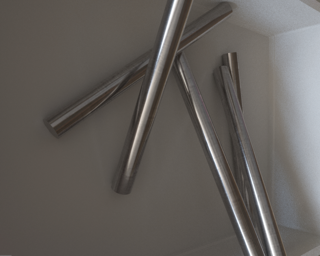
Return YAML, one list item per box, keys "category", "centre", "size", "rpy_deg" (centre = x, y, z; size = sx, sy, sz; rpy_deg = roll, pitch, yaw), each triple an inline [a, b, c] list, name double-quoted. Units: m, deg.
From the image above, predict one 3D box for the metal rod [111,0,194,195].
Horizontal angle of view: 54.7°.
- category: "metal rod"
  centre: [-0.001, -0.061, 0.326]
  size: [0.025, 0.025, 0.298]
  rpy_deg: [3, 114, -40]

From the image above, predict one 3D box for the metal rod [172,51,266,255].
- category: "metal rod"
  centre: [0.071, 0.034, 0.404]
  size: [0.025, 0.025, 0.299]
  rpy_deg: [-13, 78, -40]

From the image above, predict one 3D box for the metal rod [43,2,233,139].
- category: "metal rod"
  centre: [-0.008, -0.085, 0.383]
  size: [0.302, 0.025, 0.025]
  rpy_deg: [-40, 115, -27]

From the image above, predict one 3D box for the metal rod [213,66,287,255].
- category: "metal rod"
  centre: [0.123, 0.044, 0.436]
  size: [0.025, 0.025, 0.299]
  rpy_deg: [9, 60, -40]

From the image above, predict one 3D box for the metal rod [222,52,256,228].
- category: "metal rod"
  centre: [0.134, 0.025, 0.522]
  size: [0.025, 0.025, 0.298]
  rpy_deg: [-13, 99, -40]
